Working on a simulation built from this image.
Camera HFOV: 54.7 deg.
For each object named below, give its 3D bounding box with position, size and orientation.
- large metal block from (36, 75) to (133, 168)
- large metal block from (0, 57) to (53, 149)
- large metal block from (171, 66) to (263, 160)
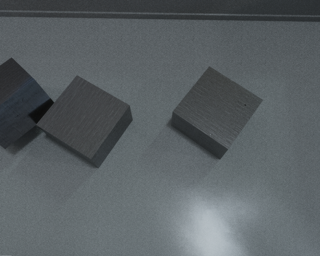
[{"bbox_3d":[-0.093,-0.007,0.398,0.080,0.050,0.080,30,73,10],"label":"large metal block"},{"bbox_3d":[-0.191,-0.034,0.390,0.080,0.050,0.080,-42,50,-14],"label":"large metal block"},{"bbox_3d":[0.072,-0.019,0.404,0.080,0.050,0.080,35,74,11],"label":"large metal block"}]
